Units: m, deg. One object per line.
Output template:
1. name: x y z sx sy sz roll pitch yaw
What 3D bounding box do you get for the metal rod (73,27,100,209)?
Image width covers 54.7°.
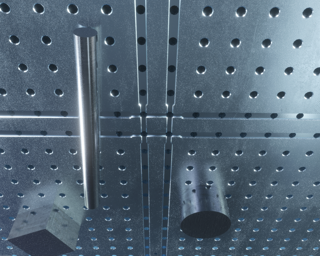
1. metal rod: -0.095 0.012 0.420 0.025 0.025 0.298 5 130 -4

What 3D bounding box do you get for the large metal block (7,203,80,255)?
1. large metal block: -0.204 0.187 0.552 0.080 0.050 0.080 -20 128 16

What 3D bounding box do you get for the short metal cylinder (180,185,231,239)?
1. short metal cylinder: 0.073 0.140 0.515 0.081 0.050 0.079 0 130 0
